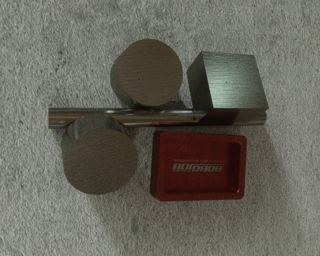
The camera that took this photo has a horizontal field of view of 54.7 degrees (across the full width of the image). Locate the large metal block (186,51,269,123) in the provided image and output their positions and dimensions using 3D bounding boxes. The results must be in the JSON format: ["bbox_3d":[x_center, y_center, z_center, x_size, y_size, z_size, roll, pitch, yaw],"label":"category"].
[{"bbox_3d":[0.088,-0.053,0.416,0.081,0.050,0.080,-1,69,-20],"label":"large metal block"}]

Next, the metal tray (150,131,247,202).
[{"bbox_3d":[0.055,0.052,0.427,0.131,0.030,0.089,4,89,-20],"label":"metal tray"}]

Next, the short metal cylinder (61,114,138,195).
[{"bbox_3d":[-0.071,0.029,0.358,0.081,0.050,0.079,-8,113,-18],"label":"short metal cylinder"}]

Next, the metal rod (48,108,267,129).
[{"bbox_3d":[0.011,-0.014,0.416,0.303,0.025,0.025,-1,91,-20],"label":"metal rod"}]

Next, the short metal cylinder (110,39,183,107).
[{"bbox_3d":[-0.018,-0.066,0.390,0.081,0.050,0.080,0,90,-20],"label":"short metal cylinder"}]
